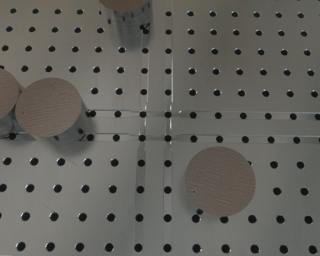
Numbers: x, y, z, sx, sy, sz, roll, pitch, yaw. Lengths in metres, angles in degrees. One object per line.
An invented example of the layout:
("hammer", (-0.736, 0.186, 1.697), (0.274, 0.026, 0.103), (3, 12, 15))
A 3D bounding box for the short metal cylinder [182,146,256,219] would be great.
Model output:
("short metal cylinder", (0.068, 0.067, 0.375), (0.081, 0.050, 0.080), (0, 70, 0))

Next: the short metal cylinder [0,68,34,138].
("short metal cylinder", (-0.216, -0.033, 0.408), (0.081, 0.050, 0.080), (0, 70, 0))

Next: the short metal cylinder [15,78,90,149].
("short metal cylinder", (-0.137, -0.018, 0.404), (0.081, 0.050, 0.080), (0, 70, -1))

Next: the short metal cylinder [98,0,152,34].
("short metal cylinder", (-0.052, -0.191, 0.468), (0.081, 0.050, 0.080), (0, 70, 0))
